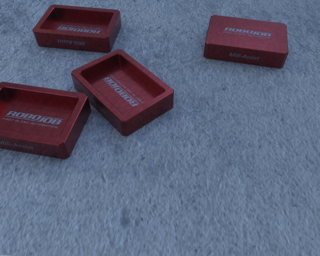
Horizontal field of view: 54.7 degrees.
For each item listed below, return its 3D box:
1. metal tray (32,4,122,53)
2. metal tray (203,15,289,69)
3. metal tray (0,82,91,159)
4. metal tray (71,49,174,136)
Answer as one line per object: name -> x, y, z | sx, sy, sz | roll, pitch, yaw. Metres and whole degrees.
metal tray -> -0.142, -0.177, 0.546 | 0.131, 0.030, 0.090 | 7, 50, 5
metal tray -> 0.146, -0.149, 0.527 | 0.131, 0.030, 0.090 | 10, 51, 7
metal tray -> -0.169, -0.013, 0.408 | 0.131, 0.030, 0.090 | 9, 50, 7
metal tray -> -0.054, -0.056, 0.446 | 0.091, 0.030, 0.130 | -33, 58, -25
